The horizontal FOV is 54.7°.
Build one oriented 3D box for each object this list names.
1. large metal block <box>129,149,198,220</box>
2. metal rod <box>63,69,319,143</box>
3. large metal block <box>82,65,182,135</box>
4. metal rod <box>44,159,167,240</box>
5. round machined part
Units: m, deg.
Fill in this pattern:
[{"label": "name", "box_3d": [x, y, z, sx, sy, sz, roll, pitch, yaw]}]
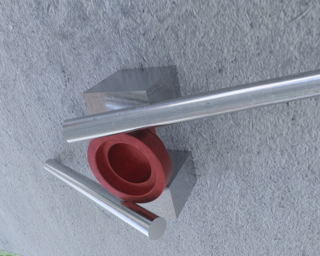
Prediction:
[{"label": "large metal block", "box_3d": [-0.004, 0.070, 0.417, 0.080, 0.080, 0.050, 1, 119, 27]}, {"label": "metal rod", "box_3d": [0.053, -0.024, 0.295, 0.301, 0.025, 0.025, -11, 115, 8]}, {"label": "large metal block", "box_3d": [-0.028, -0.035, 0.365, 0.080, 0.080, 0.050, 1, 119, 27]}, {"label": "metal rod", "box_3d": [-0.099, 0.087, 0.440, 0.300, 0.025, 0.025, 12, 127, 49]}, {"label": "round machined part", "box_3d": [-0.031, 0.036, 0.358, 0.098, 0.042, 0.097, 13, 124, 20]}]
